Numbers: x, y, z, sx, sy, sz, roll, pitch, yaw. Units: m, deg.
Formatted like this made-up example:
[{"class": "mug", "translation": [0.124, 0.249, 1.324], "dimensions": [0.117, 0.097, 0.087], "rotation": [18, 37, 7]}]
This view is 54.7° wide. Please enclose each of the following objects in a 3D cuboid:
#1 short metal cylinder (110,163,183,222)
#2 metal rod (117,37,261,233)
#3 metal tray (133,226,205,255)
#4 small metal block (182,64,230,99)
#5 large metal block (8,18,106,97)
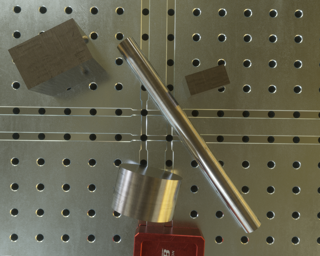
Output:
[{"class": "short metal cylinder", "translation": [-0.017, 0.078, 0.386], "dimensions": [0.080, 0.080, 0.050], "rotation": [13, 90, 0]}, {"class": "metal rod", "translation": [0.039, 0.009, 0.413], "dimensions": [0.025, 0.025, 0.299], "rotation": [-35, 90, 0]}, {"class": "metal tray", "translation": [0.009, 0.201, 0.410], "dimensions": [0.091, 0.030, 0.129], "rotation": [4, 90, 0]}, {"class": "small metal block", "translation": [0.058, -0.059, 0.401], "dimensions": [0.050, 0.050, 0.025], "rotation": [-18, 90, 0]}, {"class": "large metal block", "translation": [-0.122, -0.083, 0.385], "dimensions": [0.080, 0.080, 0.050], "rotation": [-27, 90, 0]}]
